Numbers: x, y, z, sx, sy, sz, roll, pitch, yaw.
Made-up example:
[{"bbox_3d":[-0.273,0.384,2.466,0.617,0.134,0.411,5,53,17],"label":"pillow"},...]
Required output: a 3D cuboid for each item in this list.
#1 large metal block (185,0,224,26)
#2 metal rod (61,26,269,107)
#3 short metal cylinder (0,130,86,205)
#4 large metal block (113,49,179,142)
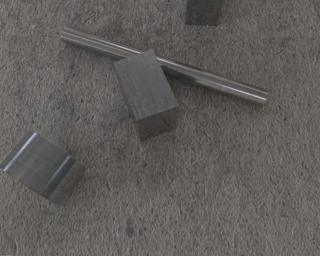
[{"bbox_3d":[0.066,-0.210,0.456,0.050,0.080,0.080,3,70,1],"label":"large metal block"},{"bbox_3d":[0.002,-0.089,0.440,0.301,0.025,0.025,19,71,6],"label":"metal rod"},{"bbox_3d":[-0.135,0.046,0.361,0.080,0.080,0.050,31,73,10],"label":"short metal cylinder"},{"bbox_3d":[-0.017,-0.038,0.393,0.050,0.080,0.080,-21,72,-7],"label":"large metal block"}]
